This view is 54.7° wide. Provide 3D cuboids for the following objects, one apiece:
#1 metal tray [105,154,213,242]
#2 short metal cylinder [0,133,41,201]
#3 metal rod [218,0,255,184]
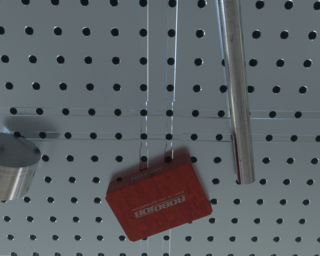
[{"bbox_3d":[-0.001,0.103,0.448,0.130,0.030,0.090,-22,109,7],"label":"metal tray"},{"bbox_3d":[-0.202,0.048,0.400,0.080,0.080,0.050,23,109,-8],"label":"short metal cylinder"},{"bbox_3d":[0.096,-0.064,0.390,0.025,0.025,0.298,-10,110,3],"label":"metal rod"}]
